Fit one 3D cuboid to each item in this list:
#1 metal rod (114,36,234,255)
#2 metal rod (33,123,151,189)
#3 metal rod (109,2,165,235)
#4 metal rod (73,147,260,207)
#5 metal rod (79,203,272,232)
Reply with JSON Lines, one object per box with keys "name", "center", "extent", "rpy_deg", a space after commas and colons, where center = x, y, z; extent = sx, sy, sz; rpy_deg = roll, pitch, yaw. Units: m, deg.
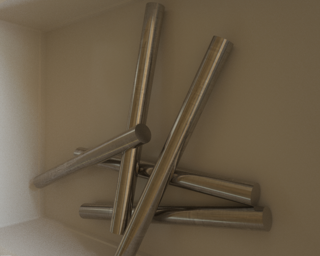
{"name": "metal rod", "center": [0.011, 0.037, 0.368], "extent": [0.025, 0.025, 0.298], "rpy_deg": [30, 101, 35]}
{"name": "metal rod", "center": [-0.120, 0.053, 0.469], "extent": [0.299, 0.025, 0.025], "rpy_deg": [-25, 75, 42]}
{"name": "metal rod", "center": [-0.030, -0.013, 0.405], "extent": [0.025, 0.025, 0.298], "rpy_deg": [9, 89, 39]}
{"name": "metal rod", "center": [-0.016, 0.057, 0.416], "extent": [0.300, 0.025, 0.025], "rpy_deg": [6, 94, 39]}
{"name": "metal rod", "center": [-0.006, 0.113, 0.408], "extent": [0.300, 0.025, 0.025], "rpy_deg": [-10, 84, 39]}
